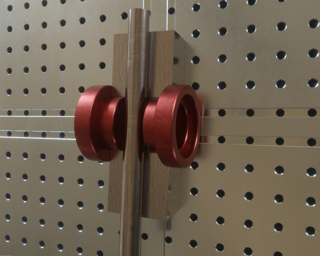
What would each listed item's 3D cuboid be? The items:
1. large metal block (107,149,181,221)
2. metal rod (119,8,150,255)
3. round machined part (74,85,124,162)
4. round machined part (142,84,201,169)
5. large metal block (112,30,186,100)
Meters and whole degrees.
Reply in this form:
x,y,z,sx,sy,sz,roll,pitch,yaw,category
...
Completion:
x,y,z,sx,sy,sz,roll,pitch,yaw,category
-0.019,0.069,0.405,0.080,0.050,0.079,3,91,20,large metal block
-0.031,0.011,0.370,0.025,0.025,0.298,3,91,20,metal rod
-0.062,-0.006,0.395,0.042,0.098,0.097,2,91,20,round machined part
0.013,-0.002,0.369,0.042,0.098,0.097,2,91,25,round machined part
-0.014,-0.078,0.404,0.080,0.050,0.079,2,91,20,large metal block
